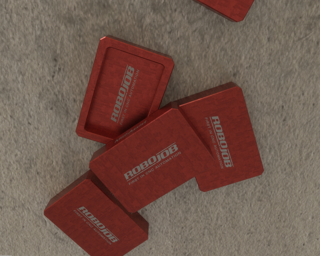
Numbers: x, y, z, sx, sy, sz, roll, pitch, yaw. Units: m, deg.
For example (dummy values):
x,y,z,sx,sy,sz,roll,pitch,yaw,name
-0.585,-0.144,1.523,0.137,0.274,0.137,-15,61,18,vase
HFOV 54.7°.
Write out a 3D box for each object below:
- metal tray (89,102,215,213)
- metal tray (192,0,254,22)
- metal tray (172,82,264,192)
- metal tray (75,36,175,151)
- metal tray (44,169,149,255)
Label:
x,y,z,sx,sy,sz,roll,pitch,yaw,name
-0.010,0.039,0.389,0.130,0.030,0.090,-33,108,11,metal tray
0.080,-0.195,0.336,0.090,0.030,0.129,25,108,-10,metal tray
0.077,0.014,0.413,0.090,0.030,0.129,-19,109,6,metal tray
-0.045,-0.040,0.391,0.091,0.030,0.129,18,109,-7,metal tray
-0.090,0.134,0.455,0.090,0.030,0.130,-37,106,12,metal tray
